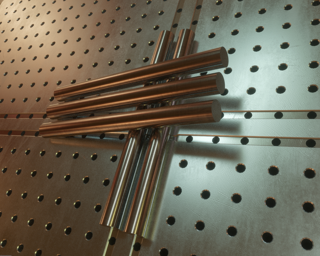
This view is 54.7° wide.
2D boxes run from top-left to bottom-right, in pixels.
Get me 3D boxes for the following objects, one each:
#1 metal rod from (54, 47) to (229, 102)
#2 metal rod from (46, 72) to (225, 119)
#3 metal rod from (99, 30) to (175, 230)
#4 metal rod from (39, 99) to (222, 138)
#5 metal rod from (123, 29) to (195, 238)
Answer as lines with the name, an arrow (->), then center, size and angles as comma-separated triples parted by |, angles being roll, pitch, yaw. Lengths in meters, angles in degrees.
metal rod -> -0.048, -0.070, 0.448 | 0.300, 0.025, 0.025 | -6, 59, 34
metal rod -> -0.055, -0.039, 0.433 | 0.300, 0.025, 0.025 | -6, 59, 34
metal rod -> -0.024, -0.014, 0.428 | 0.025, 0.025, 0.300 | 1, 62, 28
metal rod -> -0.062, -0.007, 0.416 | 0.300, 0.025, 0.025 | -5, 59, 35
metal rod -> 0.006, -0.011, 0.411 | 0.025, 0.025, 0.300 | 1, 62, 28
